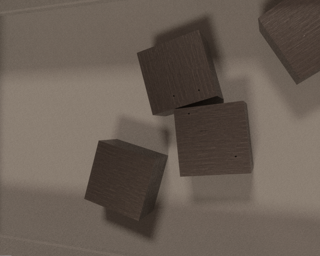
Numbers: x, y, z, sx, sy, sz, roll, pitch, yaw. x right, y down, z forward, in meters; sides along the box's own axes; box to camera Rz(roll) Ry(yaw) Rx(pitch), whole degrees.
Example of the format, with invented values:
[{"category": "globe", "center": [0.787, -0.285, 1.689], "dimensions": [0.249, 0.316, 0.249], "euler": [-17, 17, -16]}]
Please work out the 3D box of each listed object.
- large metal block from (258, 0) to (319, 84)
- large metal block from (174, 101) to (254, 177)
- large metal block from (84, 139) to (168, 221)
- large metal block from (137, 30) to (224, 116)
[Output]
[{"category": "large metal block", "center": [0.166, -0.106, 0.339], "dimensions": [0.080, 0.050, 0.080], "euler": [-33, 80, 16]}, {"category": "large metal block", "center": [0.066, 0.013, 0.374], "dimensions": [0.080, 0.050, 0.080], "euler": [-6, 88, 19]}, {"category": "large metal block", "center": [-0.044, 0.065, 0.412], "dimensions": [0.080, 0.050, 0.079], "euler": [17, 95, 19]}, {"category": "large metal block", "center": [0.026, -0.064, 0.387], "dimensions": [0.080, 0.050, 0.080], "euler": [-16, 85, 19]}]
